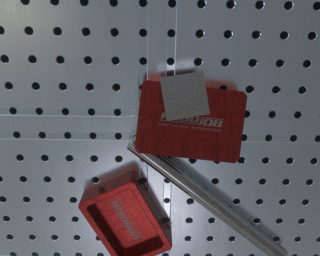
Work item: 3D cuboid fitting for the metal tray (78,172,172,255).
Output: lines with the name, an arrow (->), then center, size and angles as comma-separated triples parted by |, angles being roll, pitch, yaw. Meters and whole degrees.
metal tray -> -0.049, 0.139, 0.461 | 0.090, 0.030, 0.130 | -24, 109, 8

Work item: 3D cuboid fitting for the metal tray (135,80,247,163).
metal tray -> 0.038, -0.008, 0.394 | 0.131, 0.030, 0.089 | 6, 92, -3

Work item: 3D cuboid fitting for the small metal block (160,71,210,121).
small metal block -> 0.028, -0.037, 0.364 | 0.050, 0.025, 0.050 | -9, 93, -2

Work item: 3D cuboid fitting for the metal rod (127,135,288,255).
metal rod -> 0.077, 0.110, 0.454 | 0.301, 0.025, 0.025 | 39, 105, -13
